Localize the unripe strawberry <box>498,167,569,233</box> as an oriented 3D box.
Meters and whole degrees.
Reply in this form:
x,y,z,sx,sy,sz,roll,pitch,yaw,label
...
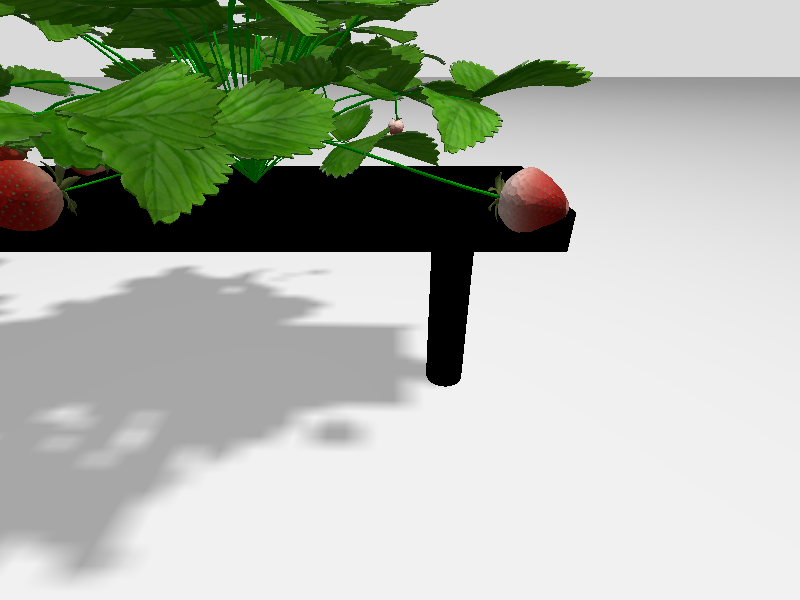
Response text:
x,y,z,sx,sy,sz,roll,pitch,yaw,label
0.080,-0.058,0.239,0.039,0.038,0.036,16,34,24,unripe strawberry

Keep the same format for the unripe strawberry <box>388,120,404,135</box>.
x,y,z,sx,sy,sz,roll,pitch,yaw,label
-0.006,-0.229,0.537,0.022,0.022,0.019,15,34,24,unripe strawberry

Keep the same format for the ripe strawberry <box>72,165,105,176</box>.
x,y,z,sx,sy,sz,roll,pitch,yaw,label
-0.283,-0.129,0.360,0.035,0.030,0.035,4,31,8,ripe strawberry

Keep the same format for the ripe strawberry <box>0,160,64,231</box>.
x,y,z,sx,sy,sz,roll,pitch,yaw,label
-0.229,-0.061,0.236,0.046,0.039,0.046,24,39,35,ripe strawberry

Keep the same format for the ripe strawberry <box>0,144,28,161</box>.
x,y,z,sx,sy,sz,roll,pitch,yaw,label
-0.394,-0.151,0.399,0.031,0.031,0.034,4,31,14,ripe strawberry
